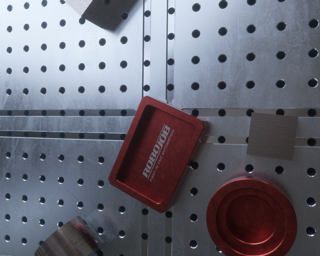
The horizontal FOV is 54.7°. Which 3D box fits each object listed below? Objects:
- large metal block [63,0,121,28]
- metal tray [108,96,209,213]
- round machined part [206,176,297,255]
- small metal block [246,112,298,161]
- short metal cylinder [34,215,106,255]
[{"bbox_3d":[-0.098,-0.204,0.434,0.080,0.050,0.080,45,104,14],"label":"large metal block"},{"bbox_3d":[-0.003,0.033,0.410,0.090,0.030,0.129,26,98,18],"label":"metal tray"},{"bbox_3d":[0.107,0.105,0.366,0.098,0.042,0.097,0,90,20],"label":"round machined part"},{"bbox_3d":[0.132,0.009,0.366,0.050,0.025,0.050,7,92,19],"label":"small metal block"},{"bbox_3d":[-0.122,0.167,0.426,0.050,0.080,0.080,45,104,14],"label":"short metal cylinder"}]
